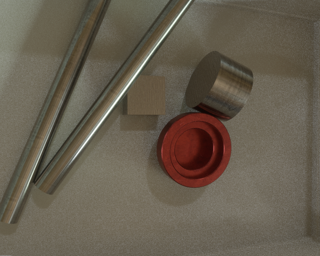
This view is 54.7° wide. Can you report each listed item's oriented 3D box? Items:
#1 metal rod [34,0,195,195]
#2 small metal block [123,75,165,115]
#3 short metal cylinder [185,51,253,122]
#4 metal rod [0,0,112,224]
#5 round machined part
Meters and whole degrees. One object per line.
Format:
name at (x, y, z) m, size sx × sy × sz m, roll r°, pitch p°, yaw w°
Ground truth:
metal rod at (-0.047, -0.052, 0.369) m, size 0.025 × 0.025 × 0.300 m, roll 37°, pitch 85°, yaw -17°
small metal block at (-0.021, -0.042, 0.404) m, size 0.050 × 0.025 × 0.050 m, roll -1°, pitch 90°, yaw -21°
short metal cylinder at (0.077, -0.055, 0.411) m, size 0.050 × 0.080 × 0.080 m, roll 22°, pitch 83°, yaw -19°
metal rod at (-0.120, -0.036, 0.366) m, size 0.025 × 0.025 × 0.299 m, roll 23°, pitch 82°, yaw -19°
round machined part at (0.042, 0.027, 0.416) m, size 0.099 × 0.042 × 0.097 m, roll -2°, pitch 95°, yaw -19°
